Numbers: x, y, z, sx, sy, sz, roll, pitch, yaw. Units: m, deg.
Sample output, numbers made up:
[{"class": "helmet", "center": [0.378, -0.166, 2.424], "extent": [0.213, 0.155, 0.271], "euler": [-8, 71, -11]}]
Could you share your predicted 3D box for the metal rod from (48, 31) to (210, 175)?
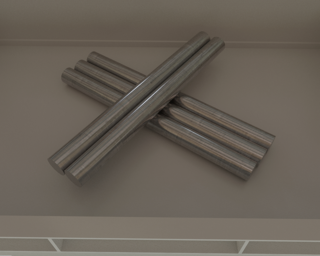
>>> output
[{"class": "metal rod", "center": [-0.022, -0.050, 0.412], "extent": [0.025, 0.025, 0.301], "euler": [30, 56, 23]}]

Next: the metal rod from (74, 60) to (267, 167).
[{"class": "metal rod", "center": [0.000, -0.029, 0.427], "extent": [0.300, 0.025, 0.025], "euler": [28, 55, 21]}]

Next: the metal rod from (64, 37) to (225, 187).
[{"class": "metal rod", "center": [-0.001, -0.038, 0.403], "extent": [0.025, 0.025, 0.301], "euler": [30, 56, 23]}]

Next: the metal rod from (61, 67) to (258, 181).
[{"class": "metal rod", "center": [-0.016, -0.014, 0.415], "extent": [0.300, 0.025, 0.025], "euler": [28, 55, 21]}]

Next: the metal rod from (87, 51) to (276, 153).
[{"class": "metal rod", "center": [0.015, -0.045, 0.441], "extent": [0.300, 0.025, 0.025], "euler": [28, 56, 21]}]
